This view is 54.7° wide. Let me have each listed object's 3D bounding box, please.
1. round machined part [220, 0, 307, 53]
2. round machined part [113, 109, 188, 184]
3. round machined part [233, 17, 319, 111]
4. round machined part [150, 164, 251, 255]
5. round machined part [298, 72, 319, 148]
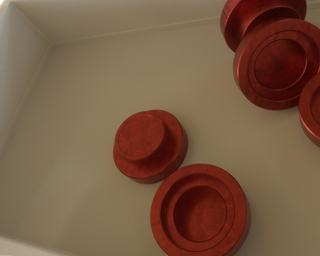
[{"bbox_3d":[0.125,-0.123,0.367,0.098,0.098,0.042,-22,49,14],"label":"round machined part"},{"bbox_3d":[-0.018,0.018,0.392,0.098,0.042,0.098,-13,56,20],"label":"round machined part"},{"bbox_3d":[0.130,-0.072,0.344,0.098,0.098,0.042,-28,23,10],"label":"round machined part"},{"bbox_3d":[0.043,0.089,0.317,0.098,0.042,0.098,-13,56,20],"label":"round machined part"},{"bbox_3d":[0.190,-0.014,0.304,0.098,0.042,0.098,-13,56,20],"label":"round machined part"}]
